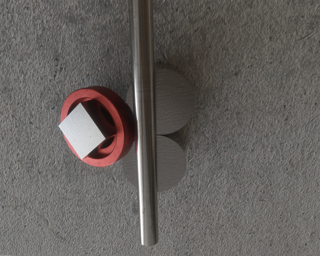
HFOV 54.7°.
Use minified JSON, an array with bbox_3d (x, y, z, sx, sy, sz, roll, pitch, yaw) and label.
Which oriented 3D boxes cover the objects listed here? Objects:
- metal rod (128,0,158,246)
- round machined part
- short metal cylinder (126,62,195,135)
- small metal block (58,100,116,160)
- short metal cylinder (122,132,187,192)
[{"bbox_3d":[-0.017,0.009,0.361,0.025,0.025,0.298,-1,110,0],"label":"metal rod"},{"bbox_3d":[-0.072,-0.004,0.386,0.098,0.042,0.097,9,110,27],"label":"round machined part"},{"bbox_3d":[0.001,-0.038,0.384,0.081,0.050,0.079,0,110,0],"label":"short metal cylinder"},{"bbox_3d":[-0.085,0.001,0.367,0.050,0.025,0.050,-38,85,32],"label":"small metal block"},{"bbox_3d":[-0.007,0.038,0.411,0.081,0.050,0.079,0,109,0],"label":"short metal cylinder"}]
